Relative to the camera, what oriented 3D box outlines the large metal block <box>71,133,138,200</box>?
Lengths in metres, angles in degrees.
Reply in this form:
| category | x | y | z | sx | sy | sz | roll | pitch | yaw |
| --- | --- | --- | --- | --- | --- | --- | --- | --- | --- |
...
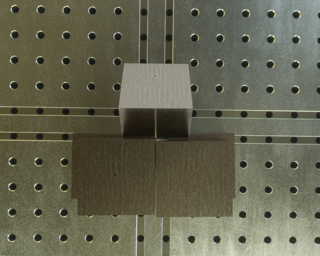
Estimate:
| category | x | y | z | sx | sy | sz | roll | pitch | yaw |
| --- | --- | --- | --- | --- | --- | --- | --- | --- | --- |
| large metal block | -0.067 | 0.047 | 0.401 | 0.081 | 0.050 | 0.079 | 2 | 90 | -1 |

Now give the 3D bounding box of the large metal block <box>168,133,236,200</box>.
| category | x | y | z | sx | sy | sz | roll | pitch | yaw |
| --- | --- | --- | --- | --- | --- | --- | --- | --- | --- |
| large metal block | 0.051 | 0.047 | 0.401 | 0.081 | 0.050 | 0.079 | -1 | 90 | -1 |

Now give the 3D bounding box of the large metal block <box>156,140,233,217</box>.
| category | x | y | z | sx | sy | sz | roll | pitch | yaw |
| --- | --- | --- | --- | --- | --- | --- | --- | --- | --- |
| large metal block | 0.036 | 0.053 | 0.349 | 0.081 | 0.050 | 0.079 | 0 | 90 | -1 |

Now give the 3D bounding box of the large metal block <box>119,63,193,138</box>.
| category | x | y | z | sx | sy | sz | roll | pitch | yaw |
| --- | --- | --- | --- | --- | --- | --- | --- | --- | --- |
| large metal block | -0.005 | -0.035 | 0.380 | 0.081 | 0.050 | 0.080 | 0 | 48 | -1 |

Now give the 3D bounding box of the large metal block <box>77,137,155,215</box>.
| category | x | y | z | sx | sy | sz | roll | pitch | yaw |
| --- | --- | --- | --- | --- | --- | --- | --- | --- | --- |
| large metal block | -0.046 | 0.051 | 0.347 | 0.081 | 0.050 | 0.079 | 0 | 90 | -1 |
